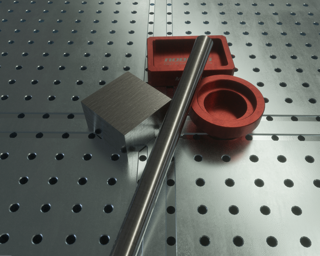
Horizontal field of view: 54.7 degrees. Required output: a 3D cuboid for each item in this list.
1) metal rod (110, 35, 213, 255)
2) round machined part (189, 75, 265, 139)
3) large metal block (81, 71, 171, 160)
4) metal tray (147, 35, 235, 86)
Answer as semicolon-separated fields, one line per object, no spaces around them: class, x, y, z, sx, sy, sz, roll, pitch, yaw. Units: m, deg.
metal rod;0.012;0.005;0.366;0.025;0.025;0.300;16;63;12
round machined part;0.087;-0.024;0.417;0.099;0.042;0.098;0;50;0
large metal block;-0.042;-0.019;0.407;0.080;0.050;0.080;36;58;26
metal tray;0.045;-0.109;0.496;0.131;0.030;0.090;-2;50;-2
